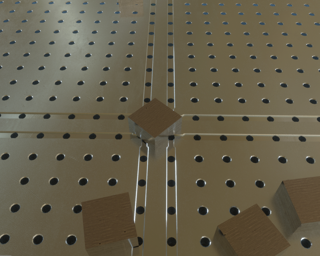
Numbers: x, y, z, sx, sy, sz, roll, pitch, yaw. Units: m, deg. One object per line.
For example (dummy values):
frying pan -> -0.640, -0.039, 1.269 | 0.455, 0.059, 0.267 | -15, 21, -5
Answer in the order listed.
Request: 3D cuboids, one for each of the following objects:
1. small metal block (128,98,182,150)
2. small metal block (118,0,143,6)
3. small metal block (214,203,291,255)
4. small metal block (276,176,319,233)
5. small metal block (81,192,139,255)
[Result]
small metal block -> -0.006, -0.007, 0.413 | 0.050, 0.025, 0.050 | 37, 59, 27
small metal block -> -0.064, -0.279, 0.642 | 0.050, 0.025, 0.050 | -9, 51, -7
small metal block -> 0.092, 0.113, 0.313 | 0.050, 0.025, 0.050 | -23, 54, -18
small metal block -> 0.164, 0.083, 0.339 | 0.050, 0.025, 0.050 | -6, 50, -5
small metal block -> -0.052, 0.100, 0.324 | 0.050, 0.025, 0.050 | -11, 51, -9
